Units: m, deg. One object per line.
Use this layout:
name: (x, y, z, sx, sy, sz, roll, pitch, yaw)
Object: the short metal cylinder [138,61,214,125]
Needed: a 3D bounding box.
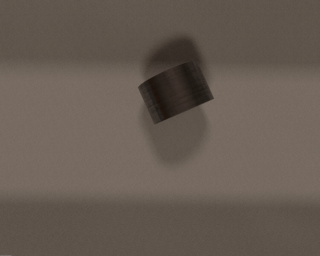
short metal cylinder: (0.020, -0.043, 0.384, 0.080, 0.080, 0.050, -24, 90, 0)
